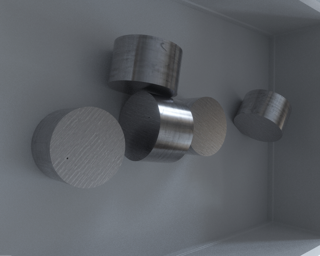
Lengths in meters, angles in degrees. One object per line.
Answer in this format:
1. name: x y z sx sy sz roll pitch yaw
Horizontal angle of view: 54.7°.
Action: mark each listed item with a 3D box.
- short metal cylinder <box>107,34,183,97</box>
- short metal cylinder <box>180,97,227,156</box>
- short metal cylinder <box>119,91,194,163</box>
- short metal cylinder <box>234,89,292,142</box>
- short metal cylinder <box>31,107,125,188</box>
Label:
1. short metal cylinder: -0.017 -0.068 0.358 0.081 0.080 0.050 13 82 -40
2. short metal cylinder: 0.048 -0.002 0.433 0.081 0.050 0.079 0 90 -40
3. short metal cylinder: -0.007 0.001 0.367 0.050 0.080 0.080 9 84 -40
4. short metal cylinder: 0.171 -0.019 0.518 0.080 0.080 0.050 44 63 -32
5. short metal cylinder: -0.084 0.019 0.321 0.081 0.050 0.079 0 90 -40
